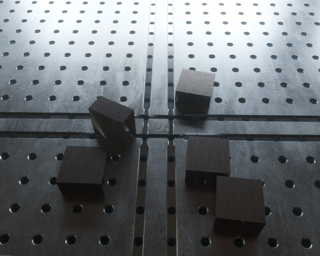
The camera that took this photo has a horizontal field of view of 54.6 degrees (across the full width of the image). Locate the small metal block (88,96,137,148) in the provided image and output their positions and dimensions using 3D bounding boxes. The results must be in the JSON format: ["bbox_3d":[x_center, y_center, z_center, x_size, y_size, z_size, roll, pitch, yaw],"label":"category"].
[{"bbox_3d":[-0.060,-0.007,0.398,0.050,0.050,0.025,23,54,18],"label":"small metal block"}]

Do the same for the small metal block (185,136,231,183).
[{"bbox_3d":[0.057,0.038,0.376,0.050,0.025,0.050,5,50,4],"label":"small metal block"}]

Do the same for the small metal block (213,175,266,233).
[{"bbox_3d":[0.085,0.083,0.339,0.050,0.025,0.050,6,50,5],"label":"small metal block"}]

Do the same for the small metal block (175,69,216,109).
[{"bbox_3d":[0.052,-0.059,0.457,0.050,0.025,0.050,11,51,9],"label":"small metal block"}]

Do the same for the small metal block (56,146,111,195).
[{"bbox_3d":[-0.088,0.049,0.366,0.050,0.025,0.050,2,50,1],"label":"small metal block"}]
